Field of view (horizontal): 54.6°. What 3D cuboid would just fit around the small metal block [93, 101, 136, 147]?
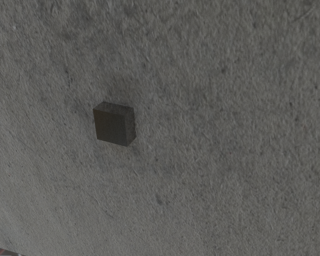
[{"bbox_3d":[-0.064,-0.006,0.438,0.050,0.025,0.050,13,124,21],"label":"small metal block"}]
